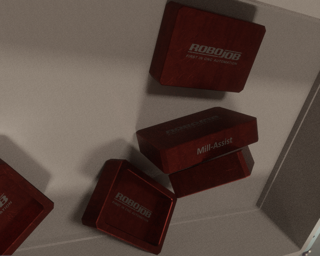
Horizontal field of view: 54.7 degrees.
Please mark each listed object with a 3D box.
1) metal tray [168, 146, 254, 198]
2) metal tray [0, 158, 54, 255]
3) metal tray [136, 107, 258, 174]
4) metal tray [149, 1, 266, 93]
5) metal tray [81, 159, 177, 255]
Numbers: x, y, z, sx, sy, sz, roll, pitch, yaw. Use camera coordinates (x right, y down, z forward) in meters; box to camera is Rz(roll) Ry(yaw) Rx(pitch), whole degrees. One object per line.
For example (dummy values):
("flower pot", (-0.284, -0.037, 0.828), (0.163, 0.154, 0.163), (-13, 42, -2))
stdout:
("metal tray", (0.074, 0.054, 0.412), (0.090, 0.030, 0.130), (-21, 173, 18))
("metal tray", (-0.193, 0.107, 0.333), (0.130, 0.030, 0.090), (-50, 132, -23))
("metal tray", (0.046, 0.010, 0.396), (0.131, 0.090, 0.030), (-17, 109, -19))
("metal tray", (0.060, -0.095, 0.381), (0.131, 0.030, 0.089), (1, 118, -30))
("metal tray", (-0.035, 0.110, 0.425), (0.130, 0.030, 0.090), (42, 58, -39))
